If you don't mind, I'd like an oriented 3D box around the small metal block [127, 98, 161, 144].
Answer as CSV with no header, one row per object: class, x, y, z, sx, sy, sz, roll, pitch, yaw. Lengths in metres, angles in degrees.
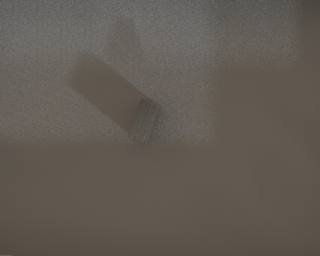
small metal block,-0.019,-0.009,0.399,0.025,0.050,0.050,20,90,0
